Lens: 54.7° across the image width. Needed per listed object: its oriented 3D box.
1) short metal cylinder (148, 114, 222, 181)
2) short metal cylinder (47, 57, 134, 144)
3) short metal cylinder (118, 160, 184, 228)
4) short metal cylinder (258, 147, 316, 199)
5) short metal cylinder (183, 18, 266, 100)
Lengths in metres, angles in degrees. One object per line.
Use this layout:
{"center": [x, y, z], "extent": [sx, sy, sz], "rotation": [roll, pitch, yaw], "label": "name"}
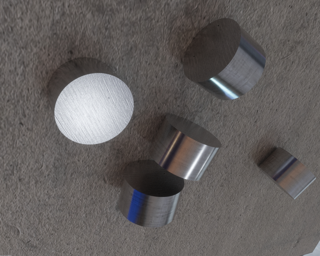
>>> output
{"center": [0.032, 0.024, 0.403], "extent": [0.081, 0.080, 0.050], "rotation": [16, 110, -35], "label": "short metal cylinder"}
{"center": [-0.075, -0.029, 0.331], "extent": [0.081, 0.050, 0.079], "rotation": [-14, 124, -21], "label": "short metal cylinder"}
{"center": [-0.012, 0.086, 0.418], "extent": [0.081, 0.080, 0.050], "rotation": [-1, 119, -28], "label": "short metal cylinder"}
{"center": [0.220, 0.078, 0.539], "extent": [0.050, 0.080, 0.080], "rotation": [-47, 129, 4], "label": "short metal cylinder"}
{"center": [0.074, -0.079, 0.362], "extent": [0.050, 0.080, 0.080], "rotation": [27, 104, -37], "label": "short metal cylinder"}
